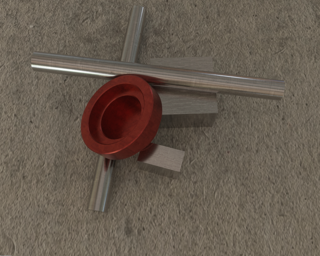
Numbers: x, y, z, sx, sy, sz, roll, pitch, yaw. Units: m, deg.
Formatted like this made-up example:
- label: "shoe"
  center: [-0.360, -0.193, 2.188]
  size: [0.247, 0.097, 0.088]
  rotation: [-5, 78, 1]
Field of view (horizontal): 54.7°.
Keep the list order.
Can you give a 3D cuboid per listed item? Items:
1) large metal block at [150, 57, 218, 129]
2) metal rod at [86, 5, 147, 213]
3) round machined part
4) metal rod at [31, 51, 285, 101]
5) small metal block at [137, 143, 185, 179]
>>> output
- label: "large metal block"
  center: [0.029, -0.046, 0.412]
  size: [0.081, 0.050, 0.080]
  rotation: [-2, 70, -1]
- label: "metal rod"
  center: [-0.054, -0.039, 0.421]
  size: [0.025, 0.025, 0.299]
  rotation: [8, 70, 2]
- label: "round machined part"
  center: [-0.040, -0.009, 0.360]
  size: [0.098, 0.042, 0.098]
  rotation: [-14, 60, 25]
- label: "metal rod"
  center: [-0.004, -0.064, 0.378]
  size: [0.302, 0.025, 0.025]
  rotation: [7, 70, 2]
- label: "small metal block"
  center: [0.001, 0.041, 0.380]
  size: [0.050, 0.050, 0.025]
  rotation: [14, 71, 5]
